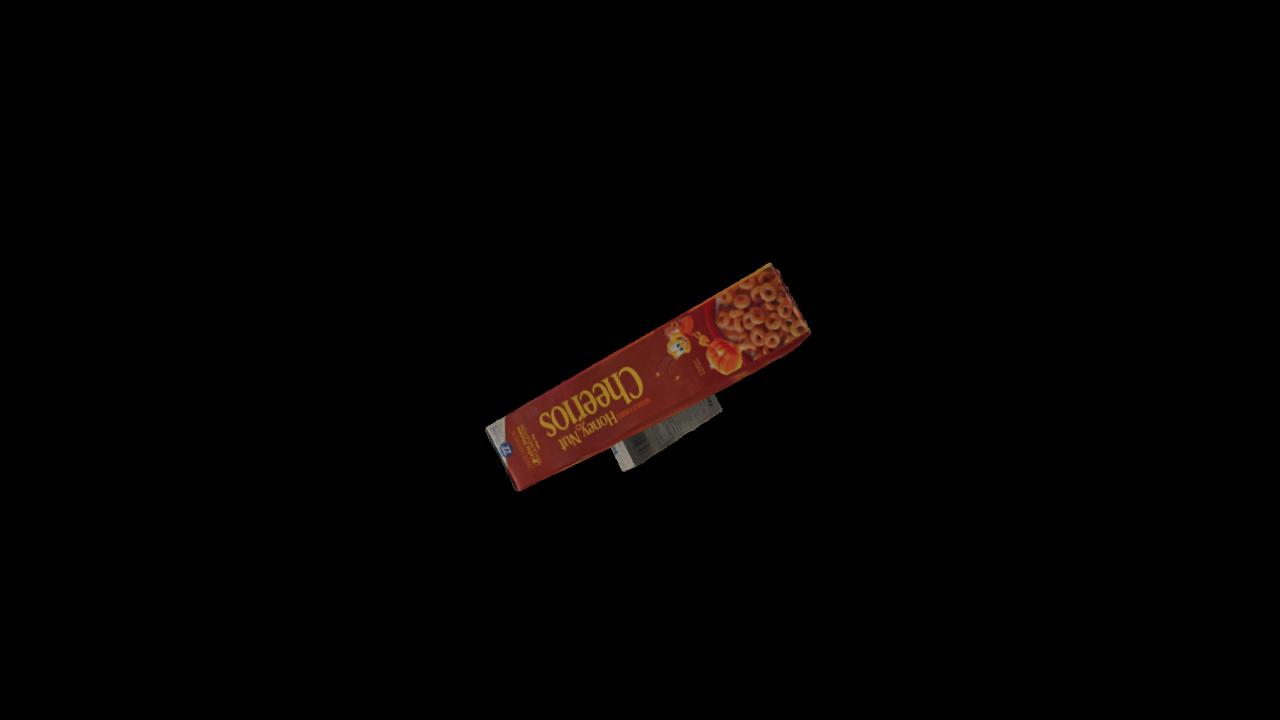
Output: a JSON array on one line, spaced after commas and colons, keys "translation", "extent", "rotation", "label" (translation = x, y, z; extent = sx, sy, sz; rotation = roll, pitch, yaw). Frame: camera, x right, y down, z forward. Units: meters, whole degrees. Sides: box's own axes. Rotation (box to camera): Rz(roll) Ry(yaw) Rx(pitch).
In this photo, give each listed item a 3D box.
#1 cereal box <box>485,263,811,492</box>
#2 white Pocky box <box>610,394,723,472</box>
[{"translation": [0.018, 0.020, 0.633], "extent": [0.306, 0.081, 0.203], "rotation": [-29, -6, 12], "label": "cereal box"}, {"translation": [0.020, 0.049, 0.656], "extent": [0.154, 0.084, 0.028], "rotation": [-25, -3, -45], "label": "white Pocky box"}]
